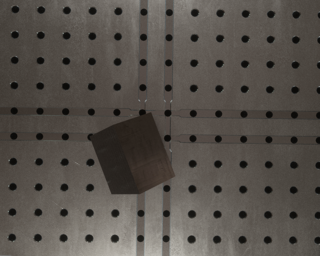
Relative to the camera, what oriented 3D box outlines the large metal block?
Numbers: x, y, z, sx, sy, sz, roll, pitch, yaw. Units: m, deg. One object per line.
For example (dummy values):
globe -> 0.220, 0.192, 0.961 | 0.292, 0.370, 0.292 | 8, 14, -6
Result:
large metal block -> -0.036, 0.033, 0.378 | 0.050, 0.080, 0.080 | -21, 91, -33
